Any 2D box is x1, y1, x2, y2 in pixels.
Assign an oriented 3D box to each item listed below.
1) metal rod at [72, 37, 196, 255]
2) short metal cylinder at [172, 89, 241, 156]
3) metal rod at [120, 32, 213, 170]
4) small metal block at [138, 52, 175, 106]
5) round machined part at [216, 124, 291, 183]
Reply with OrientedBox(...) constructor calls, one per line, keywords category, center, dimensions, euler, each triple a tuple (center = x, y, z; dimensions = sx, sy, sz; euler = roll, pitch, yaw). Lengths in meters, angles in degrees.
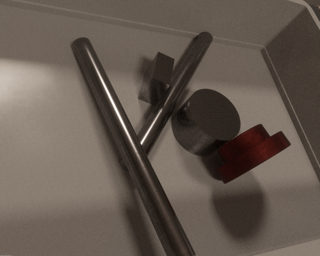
OrientedBox(category="metal rod", center=(-0.042, 0.006, 0.354), dimensions=(0.025, 0.025, 0.299), euler=(-10, 59, -33))
OrientedBox(category="short metal cylinder", center=(0.063, -0.007, 0.430), dimensions=(0.081, 0.050, 0.080), euler=(14, 56, -21))
OrientedBox(category="metal rod", center=(0.023, -0.057, 0.454), dimensions=(0.025, 0.025, 0.301), euler=(35, 51, -6))
OrientedBox(category="small metal block", center=(-0.005, -0.068, 0.430), dimensions=(0.025, 0.050, 0.050), euler=(22, 54, -16))
OrientedBox(category="round machined part", center=(0.115, 0.030, 0.405), dimensions=(0.099, 0.097, 0.042), euler=(-21, 74, -36))
